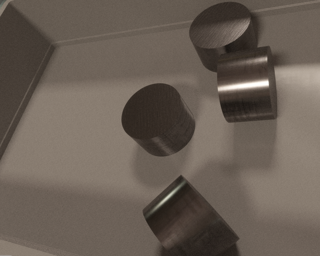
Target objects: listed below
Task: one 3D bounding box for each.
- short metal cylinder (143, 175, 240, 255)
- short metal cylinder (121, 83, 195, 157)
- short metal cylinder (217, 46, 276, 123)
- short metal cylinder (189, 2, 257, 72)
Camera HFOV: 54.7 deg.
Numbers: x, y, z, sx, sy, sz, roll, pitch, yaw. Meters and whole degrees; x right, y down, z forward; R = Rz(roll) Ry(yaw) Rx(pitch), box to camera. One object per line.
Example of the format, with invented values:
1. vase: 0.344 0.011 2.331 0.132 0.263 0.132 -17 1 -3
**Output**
1. short metal cylinder: 0.029 0.092 0.298 0.050 0.080 0.080 -43 51 -1
2. short metal cylinder: -0.001 -0.010 0.395 0.080 0.050 0.080 -13 56 20
3. short metal cylinder: 0.100 -0.047 0.347 0.050 0.080 0.080 -5 60 26
4. short metal cylinder: 0.086 -0.122 0.419 0.080 0.050 0.080 -13 56 20
